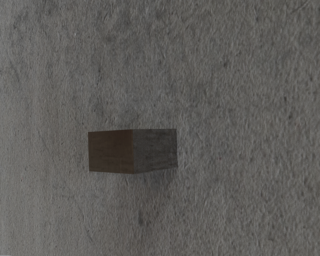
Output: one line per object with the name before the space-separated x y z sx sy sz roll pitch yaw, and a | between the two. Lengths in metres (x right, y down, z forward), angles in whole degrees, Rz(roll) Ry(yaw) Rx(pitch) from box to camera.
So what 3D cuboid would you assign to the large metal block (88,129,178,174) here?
large metal block | -0.034 0.028 0.398 0.080 0.081 0.050 -4 88 40
